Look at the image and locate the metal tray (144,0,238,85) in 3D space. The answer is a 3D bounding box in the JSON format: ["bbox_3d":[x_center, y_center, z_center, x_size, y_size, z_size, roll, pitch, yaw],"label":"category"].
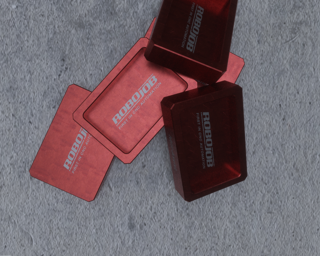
[{"bbox_3d":[0.041,-0.125,0.375,0.091,0.030,0.130,20,62,-10],"label":"metal tray"}]

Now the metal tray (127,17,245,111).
[{"bbox_3d":[0.032,-0.076,0.409,0.131,0.030,0.090,27,90,-1],"label":"metal tray"}]

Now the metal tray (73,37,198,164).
[{"bbox_3d":[-0.029,-0.032,0.378,0.090,0.030,0.130,41,90,-1],"label":"metal tray"}]

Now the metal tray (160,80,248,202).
[{"bbox_3d":[0.057,0.017,0.375,0.091,0.030,0.129,-17,115,-16],"label":"metal tray"}]

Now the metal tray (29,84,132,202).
[{"bbox_3d":[-0.100,0.019,0.407,0.090,0.030,0.129,25,90,-1],"label":"metal tray"}]
